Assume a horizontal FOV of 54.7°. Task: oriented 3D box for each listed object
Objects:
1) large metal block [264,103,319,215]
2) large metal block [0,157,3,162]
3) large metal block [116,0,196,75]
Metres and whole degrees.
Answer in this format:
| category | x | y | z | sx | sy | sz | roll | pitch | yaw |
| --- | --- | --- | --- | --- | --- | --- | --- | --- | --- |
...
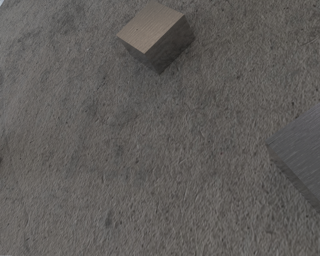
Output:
| category | x | y | z | sx | sy | sz | roll | pitch | yaw |
| --- | --- | --- | --- | --- | --- | --- | --- | --- | --- |
| large metal block | 0.159 | 0.027 | 0.288 | 0.080 | 0.050 | 0.080 | -36 | 51 | 4 |
| large metal block | -0.328 | 0.045 | 0.513 | 0.080 | 0.080 | 0.050 | 17 | 71 | 34 |
| large metal block | -0.007 | -0.141 | 0.478 | 0.080 | 0.050 | 0.080 | -46 | 51 | -4 |
